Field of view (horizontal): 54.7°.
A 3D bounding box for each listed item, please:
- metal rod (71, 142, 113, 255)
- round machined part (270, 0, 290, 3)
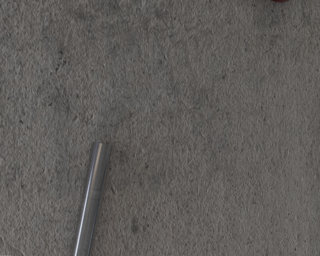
[{"bbox_3d":[-0.097,0.165,0.373,0.025,0.025,0.298,11,86,-20],"label":"metal rod"},{"bbox_3d":[0.175,-0.237,0.464,0.099,0.042,0.097,0,90,-20],"label":"round machined part"}]
